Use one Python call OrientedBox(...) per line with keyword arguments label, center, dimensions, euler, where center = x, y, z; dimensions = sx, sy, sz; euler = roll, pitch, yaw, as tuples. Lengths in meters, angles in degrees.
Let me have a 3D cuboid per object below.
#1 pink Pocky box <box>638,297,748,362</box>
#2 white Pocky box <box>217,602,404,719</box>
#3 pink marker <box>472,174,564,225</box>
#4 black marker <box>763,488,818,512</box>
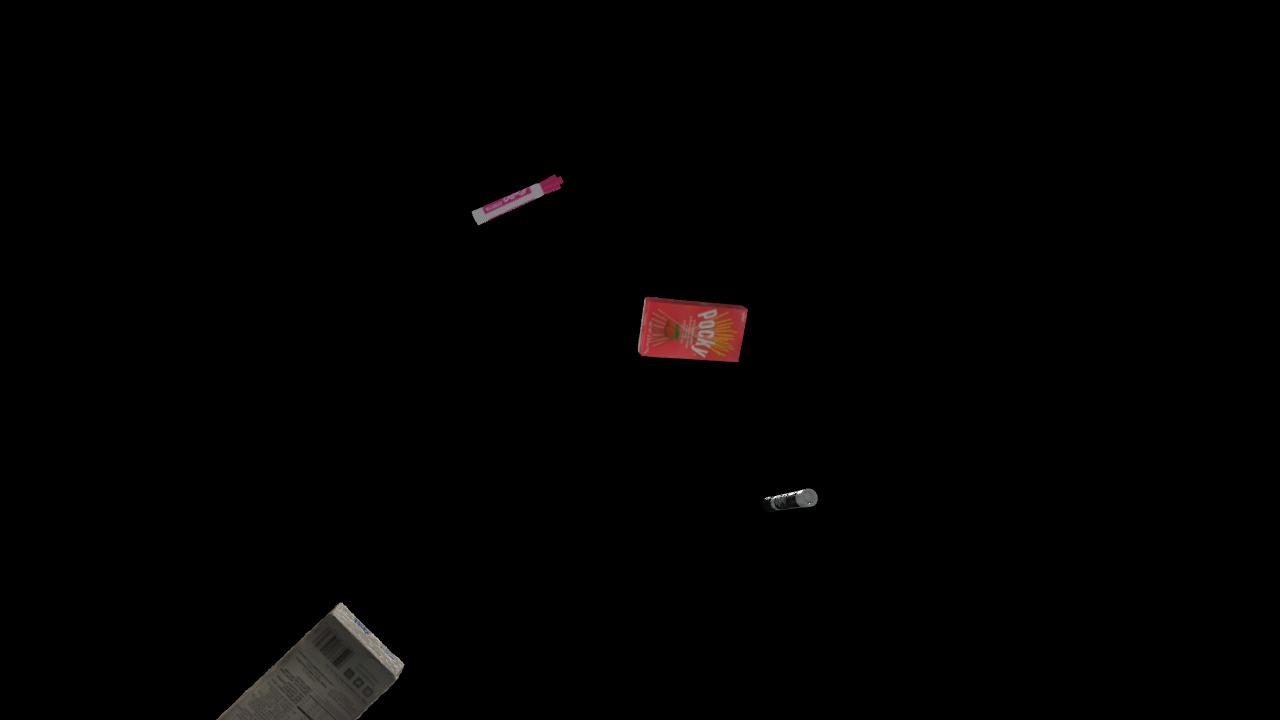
OrientedBox(label="pink Pocky box", center=(0.078, -0.044, 0.906), dimensions=(0.155, 0.084, 0.029), euler=(4, 17, -14))
OrientedBox(label="white Pocky box", center=(-0.290, 0.294, 0.530), dimensions=(0.154, 0.084, 0.028), euler=(-44, 3, -2))
OrientedBox(label="pink marker", center=(-0.153, -0.203, 0.775), dimensions=(0.121, 0.020, 0.020), euler=(-24, 0, 0))
OrientedBox(label="black marker", center=(0.165, 0.159, 0.690), dimensions=(0.020, 0.020, 0.121), euler=(0, -17, -9))
